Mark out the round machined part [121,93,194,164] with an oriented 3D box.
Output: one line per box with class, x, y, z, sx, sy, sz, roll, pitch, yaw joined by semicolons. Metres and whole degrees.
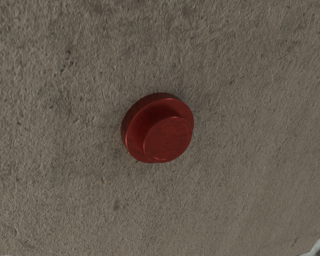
round machined part;0.002;0.007;0.404;0.099;0.042;0.097;-14;125;-21
